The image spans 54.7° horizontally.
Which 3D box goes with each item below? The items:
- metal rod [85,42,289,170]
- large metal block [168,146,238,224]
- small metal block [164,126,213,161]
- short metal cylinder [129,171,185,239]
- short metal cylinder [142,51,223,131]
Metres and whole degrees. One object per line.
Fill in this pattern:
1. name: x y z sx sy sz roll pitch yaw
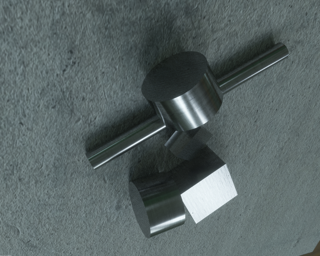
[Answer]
1. metal rod: 0.042 -0.033 0.409 0.301 0.025 0.025 -30 129 -9
2. large metal block: 0.065 0.088 0.481 0.080 0.050 0.080 -33 129 -7
3. small metal block: 0.041 0.016 0.428 0.050 0.025 0.050 -51 151 8
4. short metal cylinder: -0.006 0.106 0.434 0.050 0.080 0.079 -15 125 -20
5. short metal cylinder: 0.026 -0.043 0.359 0.080 0.080 0.050 -38 129 -3
